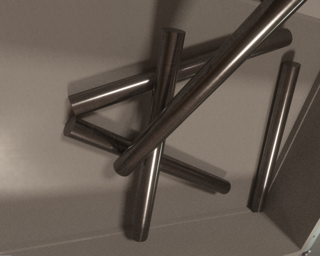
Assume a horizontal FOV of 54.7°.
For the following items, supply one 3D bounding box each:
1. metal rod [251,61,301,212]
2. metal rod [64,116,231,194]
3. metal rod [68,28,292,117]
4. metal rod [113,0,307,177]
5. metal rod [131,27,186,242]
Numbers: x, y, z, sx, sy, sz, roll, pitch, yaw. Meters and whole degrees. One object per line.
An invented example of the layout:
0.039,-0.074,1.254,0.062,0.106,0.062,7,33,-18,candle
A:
0.194,0.032,0.537,0.025,0.025,0.298,-13,124,-21,metal rod
0.005,0.050,0.443,0.301,0.025,0.025,26,104,-38,metal rod
0.038,-0.074,0.384,0.302,0.025,0.025,-21,127,-17,metal rod
0.038,-0.038,0.303,0.025,0.025,0.299,15,134,-35,metal rod
-0.008,0.029,0.389,0.025,0.025,0.298,-5,121,-26,metal rod
